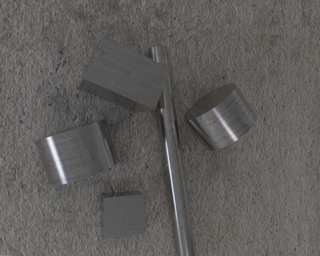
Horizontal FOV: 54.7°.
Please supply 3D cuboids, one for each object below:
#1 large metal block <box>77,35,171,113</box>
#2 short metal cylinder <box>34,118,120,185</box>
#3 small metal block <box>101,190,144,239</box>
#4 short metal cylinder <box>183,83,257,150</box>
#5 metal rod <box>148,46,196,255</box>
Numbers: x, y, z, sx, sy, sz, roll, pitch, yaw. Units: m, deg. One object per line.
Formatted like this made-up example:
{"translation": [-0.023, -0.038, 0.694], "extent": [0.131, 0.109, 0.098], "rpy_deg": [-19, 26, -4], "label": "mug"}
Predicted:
{"translation": [-0.045, -0.058, 0.363], "extent": [0.080, 0.080, 0.050], "rpy_deg": [23, 83, -19], "label": "large metal block"}
{"translation": [-0.091, 0.025, 0.346], "extent": [0.081, 0.080, 0.050], "rpy_deg": [-19, 97, -19], "label": "short metal cylinder"}
{"translation": [-0.048, 0.108, 0.392], "extent": [0.050, 0.025, 0.050], "rpy_deg": [-1, 90, -20], "label": "small metal block"}
{"translation": [0.078, -0.015, 0.409], "extent": [0.080, 0.080, 0.050], "rpy_deg": [-41, 103, -15], "label": "short metal cylinder"}
{"translation": [0.017, 0.042, 0.415], "extent": [0.025, 0.025, 0.298], "rpy_deg": [-9, 93, -20], "label": "metal rod"}
